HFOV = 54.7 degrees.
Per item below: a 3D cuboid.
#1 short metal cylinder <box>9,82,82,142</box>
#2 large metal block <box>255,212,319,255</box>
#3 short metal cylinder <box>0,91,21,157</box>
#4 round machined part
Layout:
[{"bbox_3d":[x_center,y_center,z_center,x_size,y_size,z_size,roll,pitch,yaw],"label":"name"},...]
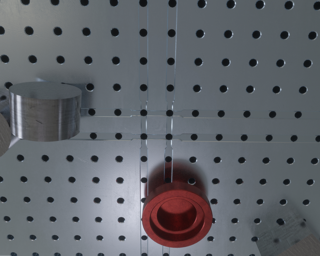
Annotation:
[{"bbox_3d":[-0.137,-0.022,0.375,0.081,0.080,0.050,7,110,-3],"label":"short metal cylinder"},{"bbox_3d":[0.208,0.190,0.472,0.080,0.050,0.080,-40,106,13],"label":"large metal block"},{"bbox_3d":[-0.220,-0.004,0.397,0.081,0.050,0.079,0,110,0],"label":"short metal cylinder"},{"bbox_3d":[0.024,0.120,0.449,0.099,0.042,0.097,0,110,0],"label":"round machined part"}]
